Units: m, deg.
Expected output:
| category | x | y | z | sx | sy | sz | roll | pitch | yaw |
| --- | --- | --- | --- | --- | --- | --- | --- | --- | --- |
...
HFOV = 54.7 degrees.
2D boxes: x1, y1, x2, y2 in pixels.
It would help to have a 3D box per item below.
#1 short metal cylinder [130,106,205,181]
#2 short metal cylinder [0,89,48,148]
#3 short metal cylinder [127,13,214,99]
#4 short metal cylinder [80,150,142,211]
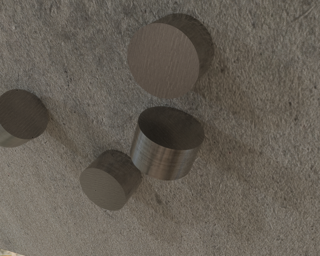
| category | x | y | z | sx | sy | sz | roll | pitch | yaw |
| --- | --- | --- | --- | --- | --- | --- | --- | --- | --- |
| short metal cylinder | 0.008 | 0.017 | 0.378 | 0.080 | 0.080 | 0.050 | 26 | 128 | 12 |
| short metal cylinder | -0.224 | -0.014 | 0.481 | 0.050 | 0.080 | 0.080 | -21 | 107 | 36 |
| short metal cylinder | 0.012 | -0.078 | 0.336 | 0.080 | 0.050 | 0.079 | 13 | 124 | 21 |
| short metal cylinder | -0.076 | 0.081 | 0.481 | 0.080 | 0.050 | 0.079 | 13 | 124 | 21 |
